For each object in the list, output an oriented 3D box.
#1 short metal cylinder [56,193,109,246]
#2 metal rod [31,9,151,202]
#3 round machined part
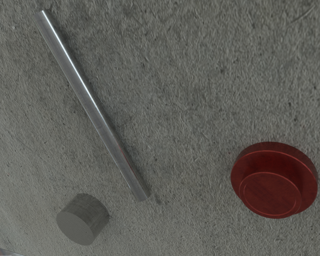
[{"bbox_3d":[-0.141,0.167,0.568,0.080,0.050,0.079,13,124,21],"label":"short metal cylinder"},{"bbox_3d":[-0.090,-0.019,0.441,0.025,0.025,0.299,-14,111,34],"label":"metal rod"},{"bbox_3d":[0.132,0.068,0.368,0.098,0.042,0.097,13,124,21],"label":"round machined part"}]
